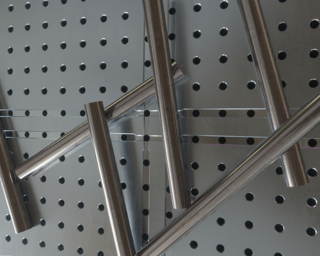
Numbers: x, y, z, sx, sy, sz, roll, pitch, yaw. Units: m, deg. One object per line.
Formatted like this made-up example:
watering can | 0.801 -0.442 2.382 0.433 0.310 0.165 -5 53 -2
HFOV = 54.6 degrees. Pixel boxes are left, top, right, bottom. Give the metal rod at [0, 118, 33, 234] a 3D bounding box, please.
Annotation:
metal rod | -0.265 0.023 0.507 0.025 0.025 0.299 -22 83 19

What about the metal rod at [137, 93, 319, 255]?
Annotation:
metal rod | 0.075 0.075 0.369 0.025 0.025 0.299 48 111 13

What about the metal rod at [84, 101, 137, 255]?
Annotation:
metal rod | -0.058 0.113 0.418 0.025 0.025 0.299 -12 92 20

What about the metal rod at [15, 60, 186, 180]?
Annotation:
metal rod | -0.095 -0.004 0.446 0.300 0.025 0.025 -31 80 17

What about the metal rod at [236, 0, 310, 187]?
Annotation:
metal rod | 0.124 -0.080 0.368 0.025 0.025 0.299 -15 85 19

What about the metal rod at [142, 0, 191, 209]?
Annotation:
metal rod | 0.007 -0.046 0.386 0.025 0.025 0.298 -6 97 20
